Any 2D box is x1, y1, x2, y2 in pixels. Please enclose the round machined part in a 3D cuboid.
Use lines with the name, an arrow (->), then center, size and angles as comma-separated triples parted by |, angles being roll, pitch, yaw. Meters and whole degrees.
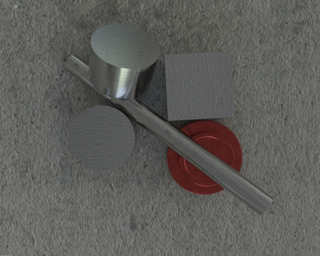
round machined part -> 0.058, 0.038, 0.402 | 0.099, 0.042, 0.097 | 0, 90, 0

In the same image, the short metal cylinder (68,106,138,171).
short metal cylinder -> -0.071, 0.012, 0.399 | 0.081, 0.050, 0.080 | 0, 90, 0

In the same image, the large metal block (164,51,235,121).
large metal block -> 0.048, -0.051, 0.397 | 0.081, 0.050, 0.080 | -3, 90, 0

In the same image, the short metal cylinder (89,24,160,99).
short metal cylinder -> -0.045, -0.082, 0.379 | 0.081, 0.050, 0.080 | 9, 51, -11

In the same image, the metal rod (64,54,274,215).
metal rod -> 0.001, 0.000, 0.377 | 0.300, 0.025, 0.025 | 36, 90, 13
